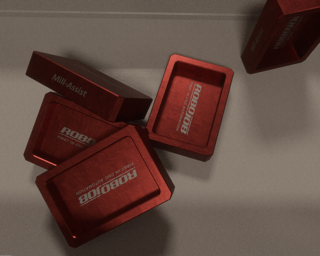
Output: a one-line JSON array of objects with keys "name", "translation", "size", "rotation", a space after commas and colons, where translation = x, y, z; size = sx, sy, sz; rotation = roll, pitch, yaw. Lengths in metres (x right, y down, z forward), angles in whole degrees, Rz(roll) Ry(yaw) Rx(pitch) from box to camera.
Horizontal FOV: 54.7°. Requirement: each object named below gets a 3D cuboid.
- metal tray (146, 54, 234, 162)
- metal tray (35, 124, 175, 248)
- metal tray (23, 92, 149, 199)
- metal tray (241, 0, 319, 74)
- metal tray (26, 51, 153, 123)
[{"name": "metal tray", "translation": [0.040, -0.029, 0.418], "size": [0.090, 0.030, 0.130], "rotation": [16, 71, 5]}, {"name": "metal tray", "translation": [-0.061, 0.064, 0.347], "size": [0.130, 0.030, 0.090], "rotation": [-29, 88, 8]}, {"name": "metal tray", "translation": [-0.090, 0.020, 0.380], "size": [0.131, 0.030, 0.090], "rotation": [22, 95, 7]}, {"name": "metal tray", "translation": [0.168, -0.123, 0.401], "size": [0.091, 0.130, 0.030], "rotation": [-14, 71, -5]}, {"name": "metal tray", "translation": [-0.084, -0.051, 0.383], "size": [0.130, 0.090, 0.030], "rotation": [28, 103, 16]}]
